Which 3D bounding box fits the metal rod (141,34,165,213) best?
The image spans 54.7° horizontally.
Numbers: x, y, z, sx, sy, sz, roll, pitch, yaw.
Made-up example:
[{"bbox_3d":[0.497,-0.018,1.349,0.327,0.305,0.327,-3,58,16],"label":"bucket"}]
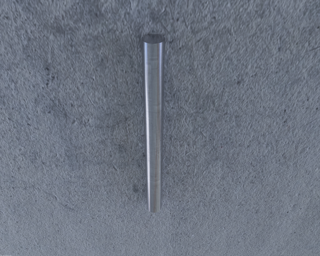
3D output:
[{"bbox_3d":[-0.008,0.019,0.424,0.025,0.025,0.298,0,130,-1],"label":"metal rod"}]
